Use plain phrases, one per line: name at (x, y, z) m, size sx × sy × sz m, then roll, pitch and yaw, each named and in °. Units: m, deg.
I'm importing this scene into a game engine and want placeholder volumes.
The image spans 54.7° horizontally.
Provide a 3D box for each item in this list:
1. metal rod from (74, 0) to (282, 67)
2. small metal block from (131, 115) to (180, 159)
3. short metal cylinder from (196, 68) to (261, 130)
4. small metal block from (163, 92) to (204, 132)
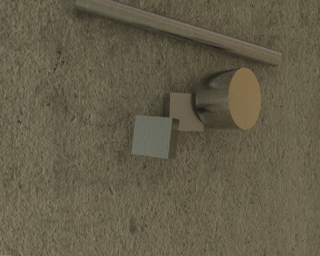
metal rod at (0.039, -0.130, 0.424) m, size 0.302 × 0.025 × 0.025 m, roll 10°, pitch 87°, yaw -20°
small metal block at (-0.006, 0.011, 0.393) m, size 0.050 × 0.025 × 0.050 m, roll 5°, pitch 88°, yaw 23°
short metal cylinder at (0.093, -0.038, 0.417) m, size 0.081 × 0.050 × 0.079 m, roll -1°, pitch 92°, yaw -44°
small metal block at (0.032, -0.021, 0.422) m, size 0.050 × 0.025 × 0.050 m, roll 2°, pitch 89°, yaw -20°
